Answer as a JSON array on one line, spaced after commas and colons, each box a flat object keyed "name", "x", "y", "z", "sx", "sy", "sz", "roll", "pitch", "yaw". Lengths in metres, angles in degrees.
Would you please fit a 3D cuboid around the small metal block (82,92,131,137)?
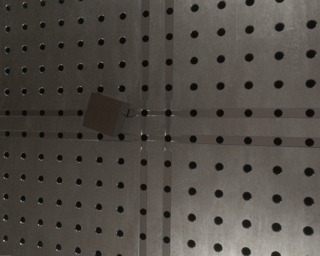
[{"name": "small metal block", "x": -0.076, "y": -0.019, "z": 0.438, "sx": 0.050, "sy": 0.025, "sz": 0.050, "roll": 19, "pitch": 96, "yaw": 18}]
